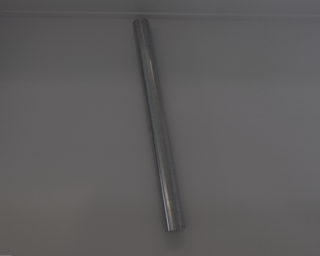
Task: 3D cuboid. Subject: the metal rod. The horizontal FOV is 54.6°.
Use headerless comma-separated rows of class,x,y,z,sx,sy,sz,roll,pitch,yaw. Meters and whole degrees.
metal rod,-0.006,-0.018,0.416,0.025,0.025,0.299,-8,70,-3
